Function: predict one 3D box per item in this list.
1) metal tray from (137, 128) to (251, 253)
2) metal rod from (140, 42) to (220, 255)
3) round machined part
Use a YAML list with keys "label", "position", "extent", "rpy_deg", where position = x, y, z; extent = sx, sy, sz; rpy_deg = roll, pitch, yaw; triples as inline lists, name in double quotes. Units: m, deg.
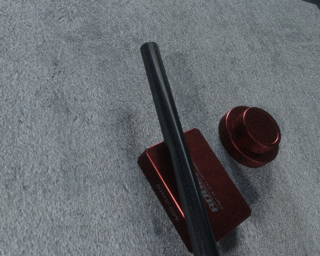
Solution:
- label: "metal tray"
  position: [0.043, 0.072, 0.381]
  extent: [0.091, 0.030, 0.130]
  rpy_deg: [-22, 74, -36]
- label: "metal rod"
  position: [0.020, 0.022, 0.363]
  extent: [0.025, 0.025, 0.299]
  rpy_deg: [0, 62, -29]
- label: "round machined part"
  position: [0.141, 0.007, 0.467]
  extent: [0.099, 0.042, 0.098]
  rpy_deg: [14, 56, -21]
